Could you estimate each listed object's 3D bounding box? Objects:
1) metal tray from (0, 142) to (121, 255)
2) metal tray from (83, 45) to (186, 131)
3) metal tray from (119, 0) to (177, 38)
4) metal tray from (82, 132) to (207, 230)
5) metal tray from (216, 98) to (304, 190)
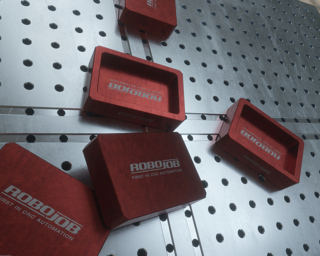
[{"bbox_3d":[-0.114,0.084,0.293,0.130,0.030,0.090,33,51,-7],"label":"metal tray"},{"bbox_3d":[-0.031,-0.052,0.421,0.131,0.030,0.090,13,56,-22],"label":"metal tray"},{"bbox_3d":[-0.020,-0.221,0.531,0.091,0.030,0.130,12,57,-22],"label":"metal tray"},{"bbox_3d":[-0.012,0.051,0.347,0.131,0.030,0.090,0,61,-47],"label":"metal tray"},{"bbox_3d":[0.158,0.023,0.478,0.130,0.030,0.090,34,51,-6],"label":"metal tray"}]
